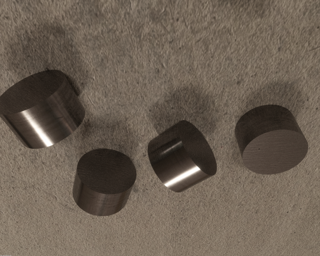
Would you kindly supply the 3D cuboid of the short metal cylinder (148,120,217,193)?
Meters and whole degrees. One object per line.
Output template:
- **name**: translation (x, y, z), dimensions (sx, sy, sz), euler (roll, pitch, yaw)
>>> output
- **short metal cylinder**: translation (0.030, 0.037, 0.403), dimensions (0.050, 0.080, 0.080), euler (-34, 123, 25)

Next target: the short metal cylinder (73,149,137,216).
- **short metal cylinder**: translation (-0.078, 0.075, 0.434), dimensions (0.081, 0.080, 0.050), euler (13, 129, -11)

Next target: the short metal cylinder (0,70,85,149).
- **short metal cylinder**: translation (-0.133, -0.023, 0.350), dimensions (0.080, 0.080, 0.050), euler (-13, 129, 11)

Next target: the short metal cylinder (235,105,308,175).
- **short metal cylinder**: translation (0.144, 0.016, 0.407), dimensions (0.081, 0.050, 0.079), euler (0, 130, 0)
